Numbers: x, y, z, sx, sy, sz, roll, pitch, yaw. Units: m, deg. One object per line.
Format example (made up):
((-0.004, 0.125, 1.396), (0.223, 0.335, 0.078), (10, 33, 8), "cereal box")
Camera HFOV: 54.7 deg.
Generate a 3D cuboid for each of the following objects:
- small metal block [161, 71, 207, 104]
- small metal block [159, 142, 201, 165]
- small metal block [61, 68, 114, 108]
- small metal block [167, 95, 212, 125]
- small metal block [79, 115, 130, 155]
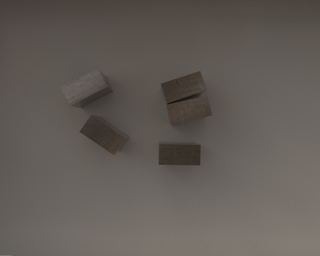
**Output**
((0.029, -0.050, 0.399), (0.050, 0.050, 0.025), (-18, 90, 0), "small metal block")
((0.024, 0.032, 0.399), (0.050, 0.050, 0.025), (1, 90, 0), "small metal block")
((-0.092, -0.050, 0.398), (0.050, 0.050, 0.025), (-27, 90, 0), "small metal block")
((0.036, -0.022, 0.399), (0.050, 0.050, 0.025), (-13, 90, 0), "small metal block")
((-0.069, 0.008, 0.398), (0.050, 0.050, 0.025), (34, 90, 0), "small metal block")
